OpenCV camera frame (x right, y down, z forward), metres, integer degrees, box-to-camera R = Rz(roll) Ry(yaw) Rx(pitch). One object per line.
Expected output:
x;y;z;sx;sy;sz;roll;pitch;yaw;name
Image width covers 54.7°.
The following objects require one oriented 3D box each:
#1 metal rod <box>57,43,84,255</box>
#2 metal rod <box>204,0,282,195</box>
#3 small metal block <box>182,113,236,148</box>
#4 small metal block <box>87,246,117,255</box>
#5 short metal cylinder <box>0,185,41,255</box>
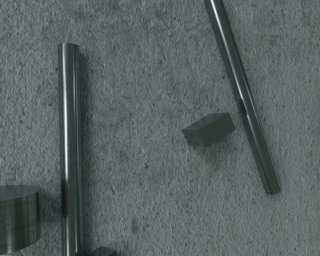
-0.106;0.051;0.369;0.025;0.025;0.298;-1;91;-20;metal rod
0.124;-0.043;0.454;0.025;0.025;0.298;-22;98;-19;metal rod
0.065;0.002;0.420;0.050;0.050;0.025;-29;100;-18;small metal block
-0.075;0.178;0.367;0.050;0.025;0.050;-16;103;-54;small metal block
-0.166;0.092;0.319;0.081;0.080;0.050;-2;91;-20;short metal cylinder
